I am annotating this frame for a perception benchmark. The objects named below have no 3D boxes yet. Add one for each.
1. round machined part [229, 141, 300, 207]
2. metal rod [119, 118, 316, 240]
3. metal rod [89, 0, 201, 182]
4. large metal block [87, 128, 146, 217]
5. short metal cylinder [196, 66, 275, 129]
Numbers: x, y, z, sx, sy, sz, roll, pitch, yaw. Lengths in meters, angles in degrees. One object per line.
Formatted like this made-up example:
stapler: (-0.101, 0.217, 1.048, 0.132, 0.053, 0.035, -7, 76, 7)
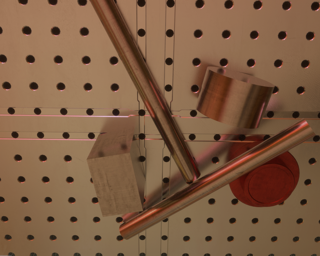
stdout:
round machined part: (0.146, 0.070, 0.432, 0.099, 0.042, 0.097, 0, 110, -1)
metal rod: (0.063, 0.078, 0.421, 0.300, 0.025, 0.025, -34, 107, 20)
metal rod: (-0.020, -0.057, 0.392, 0.025, 0.025, 0.299, -25, 109, 8)
large metal block: (-0.053, 0.055, 0.404, 0.050, 0.080, 0.079, -9, 110, 3)
short metal cylinder: (0.089, -0.038, 0.371, 0.081, 0.080, 0.050, 13, 110, -5)
